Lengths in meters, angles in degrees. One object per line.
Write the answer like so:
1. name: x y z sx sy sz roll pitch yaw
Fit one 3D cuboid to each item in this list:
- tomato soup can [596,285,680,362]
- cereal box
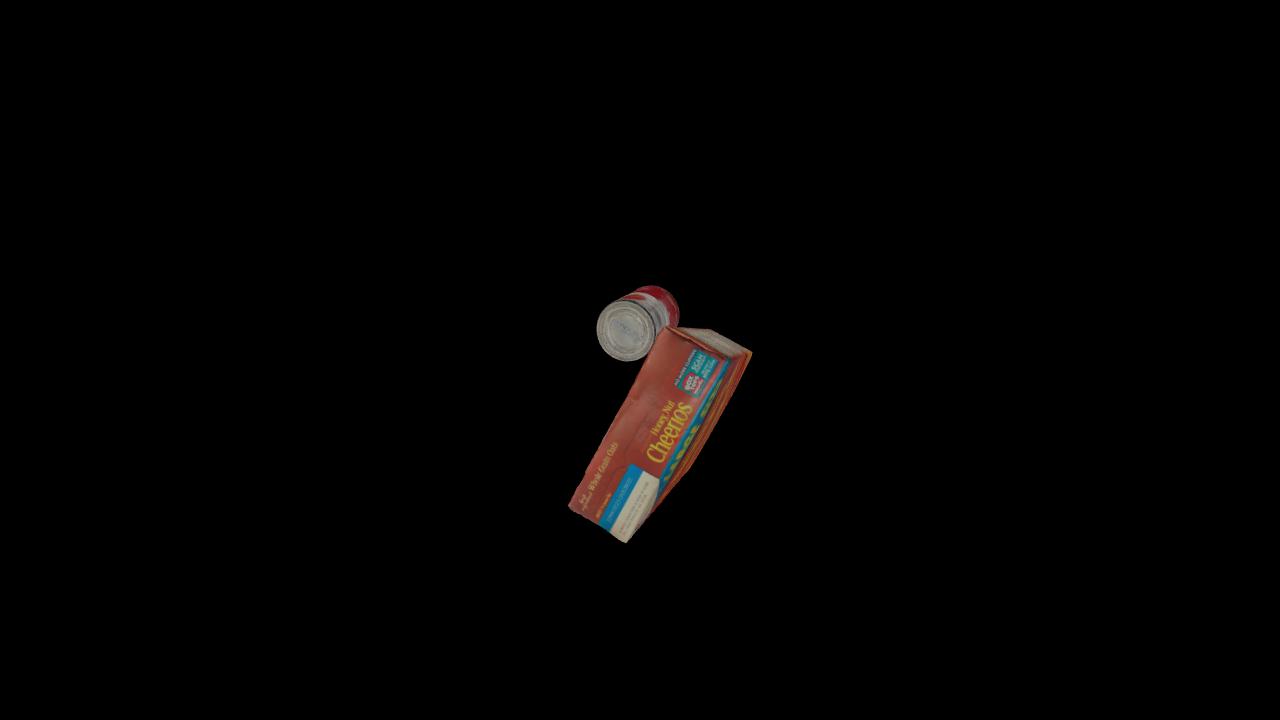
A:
1. tomato soup can: -0.001 -0.041 0.679 0.068 0.068 0.101 0 15 18
2. cereal box: 0.042 0.066 0.711 0.081 0.203 0.306 29 9 11
